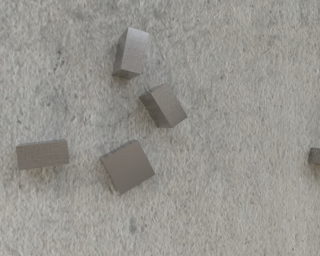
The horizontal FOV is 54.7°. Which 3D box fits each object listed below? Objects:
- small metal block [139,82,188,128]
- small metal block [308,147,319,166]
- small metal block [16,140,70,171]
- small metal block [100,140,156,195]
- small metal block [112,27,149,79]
[{"bbox_3d":[0.003,-0.028,0.398,0.025,0.050,0.050,-35,102,-17],"label":"small metal block"},{"bbox_3d":[0.281,0.052,0.502,0.050,0.050,0.025,18,84,-20],"label":"small metal block"},{"bbox_3d":[-0.131,0.028,0.348,0.050,0.050,0.025,-6,92,-20],"label":"small metal block"},{"bbox_3d":[-0.042,0.049,0.395,0.050,0.025,0.050,-29,100,-18],"label":"small metal block"},{"bbox_3d":[-0.038,-0.090,0.382,0.025,0.050,0.050,11,86,-20],"label":"small metal block"}]
